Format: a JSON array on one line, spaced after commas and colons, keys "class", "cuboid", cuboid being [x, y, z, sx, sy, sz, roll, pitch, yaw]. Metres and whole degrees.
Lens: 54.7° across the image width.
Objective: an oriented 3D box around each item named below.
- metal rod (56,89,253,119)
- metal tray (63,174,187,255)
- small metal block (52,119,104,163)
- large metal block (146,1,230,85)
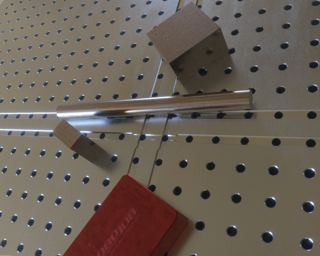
[{"class": "metal rod", "cuboid": [-0.025, -0.030, 0.438, 0.301, 0.025, 0.025, -2, 61, 27]}, {"class": "metal tray", "cuboid": [-0.043, 0.129, 0.347, 0.090, 0.030, 0.130, 29, 77, 37]}, {"class": "small metal block", "cuboid": [-0.117, 0.019, 0.440, 0.050, 0.050, 0.025, 30, 79, 37]}, {"class": "large metal block", "cuboid": [0.039, -0.122, 0.446, 0.080, 0.050, 0.080, -35, 52, 5]}]
